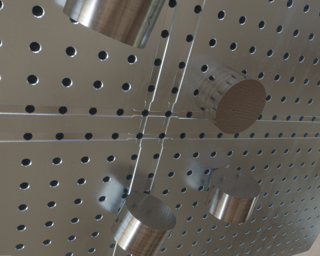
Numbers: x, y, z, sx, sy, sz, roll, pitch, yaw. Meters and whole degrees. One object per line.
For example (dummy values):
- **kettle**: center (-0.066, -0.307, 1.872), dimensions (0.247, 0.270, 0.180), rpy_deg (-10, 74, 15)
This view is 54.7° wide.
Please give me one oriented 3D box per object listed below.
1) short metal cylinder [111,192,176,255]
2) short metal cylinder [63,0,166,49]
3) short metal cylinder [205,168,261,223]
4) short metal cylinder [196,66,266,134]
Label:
- **short metal cylinder**: center (-0.024, 0.139, 0.450), dimensions (0.081, 0.080, 0.050), rpy_deg (16, 110, -35)
- **short metal cylinder**: center (-0.041, -0.113, 0.284), dimensions (0.081, 0.080, 0.050), rpy_deg (14, 111, -34)
- **short metal cylinder**: center (0.118, 0.109, 0.510), dimensions (0.081, 0.080, 0.050), rpy_deg (-4, 120, -27)
- **short metal cylinder**: center (0.097, -0.038, 0.426), dimensions (0.081, 0.050, 0.079), rpy_deg (-14, 124, -21)
